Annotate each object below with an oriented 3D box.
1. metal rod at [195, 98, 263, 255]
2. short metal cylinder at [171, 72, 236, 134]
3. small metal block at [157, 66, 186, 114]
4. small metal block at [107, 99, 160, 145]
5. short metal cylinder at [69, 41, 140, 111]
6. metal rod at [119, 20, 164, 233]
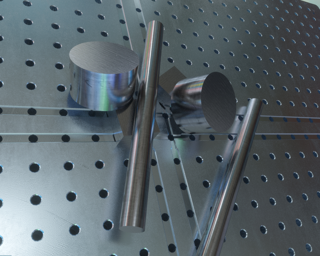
[{"bbox_3d":[0.101,0.062,0.424,0.025,0.025,0.301,35,51,-6],"label":"metal rod"},{"bbox_3d":[0.061,-0.033,0.424,0.081,0.050,0.080,5,82,-45],"label":"short metal cylinder"},{"bbox_3d":[0.019,-0.056,0.453,0.050,0.025,0.050,45,51,3],"label":"small metal block"},{"bbox_3d":[-0.034,-0.009,0.395,0.050,0.025,0.050,-6,65,-31],"label":"small metal block"},{"bbox_3d":[-0.068,-0.065,0.377,0.081,0.050,0.080,8,39,-6],"label":"short metal cylinder"},{"bbox_3d":[-0.017,-0.026,0.382,0.025,0.025,0.300,17,55,-18],"label":"metal rod"}]
